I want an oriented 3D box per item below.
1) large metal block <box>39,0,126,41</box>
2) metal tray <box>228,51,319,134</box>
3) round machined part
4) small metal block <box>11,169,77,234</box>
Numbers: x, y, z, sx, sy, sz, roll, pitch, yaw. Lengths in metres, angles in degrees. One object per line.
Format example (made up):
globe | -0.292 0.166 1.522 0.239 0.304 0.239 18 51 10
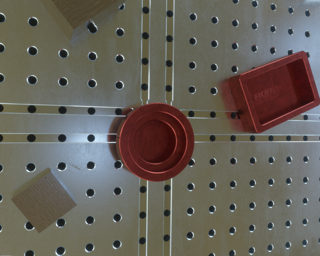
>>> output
large metal block | -0.096 -0.164 0.363 0.080 0.050 0.080 -40 103 -16
metal tray | 0.177 -0.056 0.474 0.131 0.030 0.090 -23 98 -19
round machined part | -0.009 0.017 0.400 0.099 0.042 0.097 0 90 -20
small metal block | -0.135 0.084 0.363 0.050 0.025 0.050 -37 102 -16
